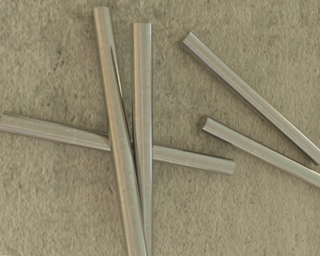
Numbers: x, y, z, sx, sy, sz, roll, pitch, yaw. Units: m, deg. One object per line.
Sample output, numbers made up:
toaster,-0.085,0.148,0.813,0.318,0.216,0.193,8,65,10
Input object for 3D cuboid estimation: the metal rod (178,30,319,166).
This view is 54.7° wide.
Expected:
metal rod,0.148,-0.036,0.465,0.301,0.025,0.025,37,78,-17

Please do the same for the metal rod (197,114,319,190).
metal rod,0.188,0.053,0.480,0.302,0.025,0.025,25,82,-19

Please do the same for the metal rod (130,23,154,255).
metal rod,-0.021,0.031,0.374,0.025,0.025,0.298,-4,102,-20

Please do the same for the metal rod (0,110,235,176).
metal rod,-0.037,0.025,0.396,0.302,0.025,0.025,13,86,-20

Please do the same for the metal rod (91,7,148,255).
metal rod,-0.049,0.003,0.366,0.025,0.025,0.298,-7,83,-20
